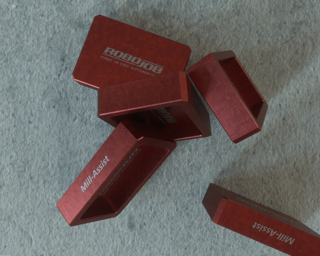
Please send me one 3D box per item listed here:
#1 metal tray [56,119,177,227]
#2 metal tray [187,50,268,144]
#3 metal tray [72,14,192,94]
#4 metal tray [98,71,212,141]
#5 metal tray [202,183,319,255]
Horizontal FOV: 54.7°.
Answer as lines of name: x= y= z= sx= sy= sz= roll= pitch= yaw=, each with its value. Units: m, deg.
metal tray: x=-0.047 y=0.054 z=0.362 sx=0.030 sy=0.090 sz=0.130 roll=45 pitch=103 yaw=26
metal tray: x=0.085 y=-0.043 z=0.358 sx=0.030 sy=0.131 sz=0.090 roll=-33 pitch=90 yaw=26
metal tray: x=-0.035 y=-0.081 z=0.404 sx=0.131 sy=0.030 sz=0.090 roll=19 pitch=86 yaw=-1
metal tray: x=0.001 y=-0.014 z=0.346 sx=0.090 sy=0.130 sz=0.030 roll=-9 pitch=71 yaw=17
metal tray: x=0.122 y=0.113 z=0.379 sx=0.131 sy=0.090 sz=0.030 roll=23 pitch=90 yaw=-1
